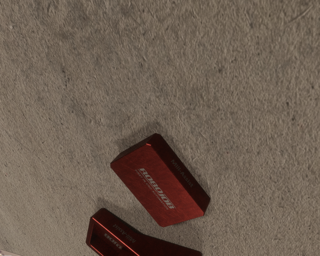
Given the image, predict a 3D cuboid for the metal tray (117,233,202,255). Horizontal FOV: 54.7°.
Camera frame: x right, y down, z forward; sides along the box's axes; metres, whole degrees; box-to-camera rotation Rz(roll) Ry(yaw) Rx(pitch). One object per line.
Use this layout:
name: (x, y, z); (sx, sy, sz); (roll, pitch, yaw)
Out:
metal tray: (-0.007, 0.230, 0.506); (0.130, 0.090, 0.030); (9, 125, 21)

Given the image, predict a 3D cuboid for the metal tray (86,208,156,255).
metal tray: (-0.073, 0.215, 0.558); (0.130, 0.030, 0.089); (32, 129, 18)

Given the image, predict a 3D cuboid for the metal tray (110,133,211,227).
metal tray: (0.000, 0.080, 0.452); (0.090, 0.030, 0.130); (-30, 102, 37)
